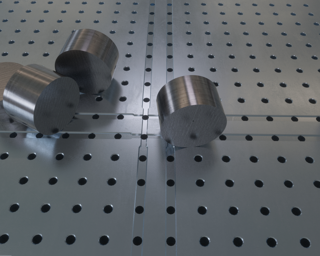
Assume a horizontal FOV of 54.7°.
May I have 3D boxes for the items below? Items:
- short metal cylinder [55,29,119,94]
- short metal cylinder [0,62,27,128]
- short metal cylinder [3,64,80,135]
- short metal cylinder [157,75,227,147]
[{"bbox_3d":[-0.105,-0.096,0.451,0.080,0.080,0.050,5,50,4],"label":"short metal cylinder"},{"bbox_3d":[-0.214,-0.046,0.429,0.081,0.050,0.080,0,50,0],"label":"short metal cylinder"},{"bbox_3d":[-0.151,-0.037,0.402,0.050,0.080,0.080,24,54,18],"label":"short metal cylinder"},{"bbox_3d":[0.038,-0.019,0.388,0.081,0.080,0.050,-5,50,-4],"label":"short metal cylinder"}]
